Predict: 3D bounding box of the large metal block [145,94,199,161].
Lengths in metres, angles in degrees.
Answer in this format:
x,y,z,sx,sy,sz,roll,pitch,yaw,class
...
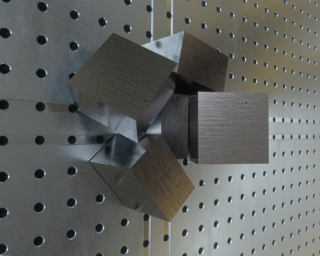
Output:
x,y,z,sx,sy,sz,roll,pitch,yaw,class
0.016,-0.001,0.405,0.081,0.050,0.080,1,90,-40,large metal block

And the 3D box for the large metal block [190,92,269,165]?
x,y,z,sx,sy,sz,roll,pitch,yaw,class
0.079,0.000,0.368,0.080,0.050,0.080,0,89,-6,large metal block

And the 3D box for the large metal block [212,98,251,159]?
x,y,z,sx,sy,sz,roll,pitch,yaw,class
0.089,0.000,0.436,0.050,0.080,0.080,0,90,-2,large metal block

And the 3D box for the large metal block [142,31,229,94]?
x,y,z,sx,sy,sz,roll,pitch,yaw,class
0.027,-0.075,0.395,0.080,0.080,0.050,17,79,-39,large metal block

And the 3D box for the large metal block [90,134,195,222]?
x,y,z,sx,sy,sz,roll,pitch,yaw,class
-0.020,0.053,0.354,0.050,0.080,0.080,-48,119,-30,large metal block

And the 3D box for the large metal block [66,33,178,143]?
x,y,z,sx,sy,sz,roll,pitch,yaw,class
-0.037,-0.044,0.333,0.080,0.080,0.050,-56,167,-25,large metal block
